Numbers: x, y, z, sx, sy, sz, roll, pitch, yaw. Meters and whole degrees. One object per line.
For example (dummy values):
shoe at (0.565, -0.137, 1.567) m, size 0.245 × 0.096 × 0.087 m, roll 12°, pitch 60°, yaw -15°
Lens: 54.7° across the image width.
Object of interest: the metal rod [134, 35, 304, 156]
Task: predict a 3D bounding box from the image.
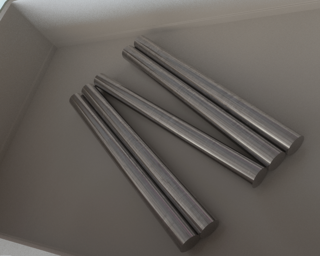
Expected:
metal rod at (0.054, -0.061, 0.413) m, size 0.025 × 0.025 × 0.300 m, roll -45°, pitch 51°, yaw -3°

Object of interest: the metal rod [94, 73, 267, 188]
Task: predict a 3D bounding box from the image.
metal rod at (0.003, -0.013, 0.411) m, size 0.300 × 0.025 × 0.025 m, roll 33°, pitch 80°, yaw 38°

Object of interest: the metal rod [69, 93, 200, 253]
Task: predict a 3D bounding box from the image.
metal rod at (-0.052, 0.036, 0.410) m, size 0.025 × 0.025 × 0.300 m, roll -44°, pitch 51°, yaw -2°

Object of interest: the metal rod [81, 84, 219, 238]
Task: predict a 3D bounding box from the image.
metal rod at (-0.032, 0.021, 0.409) m, size 0.025 × 0.025 × 0.300 m, roll -44°, pitch 51°, yaw -2°

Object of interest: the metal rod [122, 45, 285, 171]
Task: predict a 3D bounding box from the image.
metal rod at (0.035, -0.044, 0.413) m, size 0.025 × 0.025 × 0.300 m, roll -45°, pitch 51°, yaw -3°
